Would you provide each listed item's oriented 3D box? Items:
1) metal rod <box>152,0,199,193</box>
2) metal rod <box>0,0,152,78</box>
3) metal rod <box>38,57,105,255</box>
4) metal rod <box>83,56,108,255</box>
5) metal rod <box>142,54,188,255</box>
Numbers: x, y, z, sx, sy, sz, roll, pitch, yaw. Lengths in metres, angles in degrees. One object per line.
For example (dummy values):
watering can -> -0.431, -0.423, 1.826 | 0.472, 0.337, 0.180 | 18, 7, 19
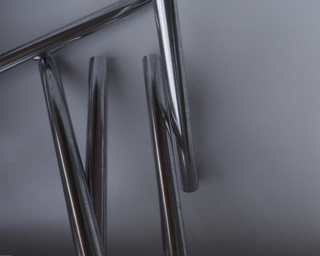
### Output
metal rod -> 0.017, -0.055, 0.351 | 0.025, 0.025, 0.298 | -10, 115, 0
metal rod -> -0.149, -0.104, 0.395 | 0.301, 0.025, 0.025 | -27, 90, -6
metal rod -> -0.099, 0.034, 0.338 | 0.025, 0.025, 0.299 | -23, 60, 0
metal rod -> -0.072, 0.048, 0.351 | 0.025, 0.025, 0.299 | -4, 66, 0
metal rod -> 0.006, 0.045, 0.353 | 0.025, 0.025, 0.299 | -7, 66, 0
